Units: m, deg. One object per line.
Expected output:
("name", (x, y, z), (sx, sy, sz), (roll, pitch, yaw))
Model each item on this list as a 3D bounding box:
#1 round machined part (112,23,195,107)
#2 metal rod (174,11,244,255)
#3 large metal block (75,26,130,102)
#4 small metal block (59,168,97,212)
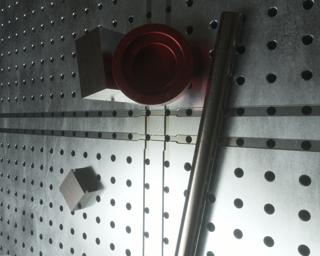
("round machined part", (-0.006, -0.074, 0.384), (0.098, 0.042, 0.097), (-1, 86, 10))
("metal rod", (0.055, 0.020, 0.362), (0.025, 0.025, 0.298), (16, 100, 38))
("large metal block", (-0.063, -0.082, 0.423), (0.050, 0.081, 0.080), (-14, 81, 39))
("small metal block", (-0.139, 0.103, 0.521), (0.050, 0.025, 0.050), (52, 120, 27))
